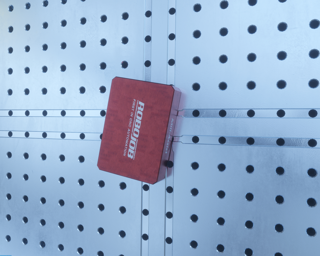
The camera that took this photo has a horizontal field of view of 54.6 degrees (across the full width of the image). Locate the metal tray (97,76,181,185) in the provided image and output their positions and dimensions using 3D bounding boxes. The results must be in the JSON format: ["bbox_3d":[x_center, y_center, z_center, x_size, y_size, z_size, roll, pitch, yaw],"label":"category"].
[{"bbox_3d":[-0.029,0.002,0.421,0.090,0.030,0.129,12,94,19],"label":"metal tray"}]
